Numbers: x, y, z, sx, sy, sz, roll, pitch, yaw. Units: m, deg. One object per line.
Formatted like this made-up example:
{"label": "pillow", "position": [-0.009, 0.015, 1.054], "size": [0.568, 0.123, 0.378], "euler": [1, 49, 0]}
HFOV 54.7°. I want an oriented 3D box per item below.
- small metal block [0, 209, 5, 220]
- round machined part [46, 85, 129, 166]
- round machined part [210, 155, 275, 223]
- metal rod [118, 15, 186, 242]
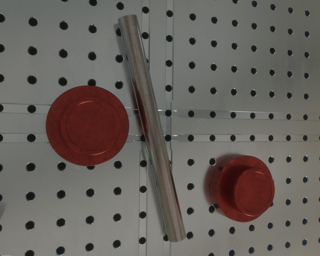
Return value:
{"label": "small metal block", "position": [-0.208, 0.109, 0.336], "size": [0.050, 0.025, 0.050], "euler": [26, 81, -18]}
{"label": "round machined part", "position": [-0.085, -0.003, 0.372], "size": [0.099, 0.042, 0.097], "euler": [0, 90, -20]}
{"label": "round machined part", "position": [0.126, 0.089, 0.450], "size": [0.099, 0.042, 0.097], "euler": [0, 90, -20]}
{"label": "metal rod", "position": [-0.009, 0.004, 0.409], "size": [0.025, 0.025, 0.298], "euler": [-14, 95, -20]}
